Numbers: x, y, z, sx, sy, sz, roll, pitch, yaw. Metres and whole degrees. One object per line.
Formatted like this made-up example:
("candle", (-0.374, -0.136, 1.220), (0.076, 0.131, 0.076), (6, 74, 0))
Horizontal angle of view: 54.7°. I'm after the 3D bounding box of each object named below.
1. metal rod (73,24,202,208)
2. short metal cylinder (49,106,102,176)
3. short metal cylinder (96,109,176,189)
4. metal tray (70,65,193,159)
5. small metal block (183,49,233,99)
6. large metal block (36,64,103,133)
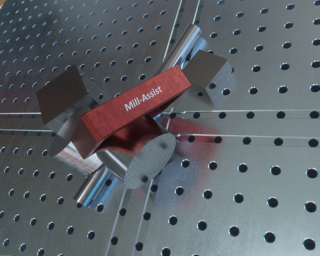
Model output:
("metal rod", (-0.025, -0.026, 0.437), (0.025, 0.025, 0.300), (22, 73, 36))
("short metal cylinder", (-0.103, 0.017, 0.418), (0.080, 0.050, 0.080), (-36, 31, 26))
("short metal cylinder", (-0.027, 0.025, 0.367), (0.050, 0.080, 0.080), (39, 84, 27))
("metal tray", (-0.034, -0.018, 0.358), (0.131, 0.090, 0.030), (-33, 88, -29))
("small metal block", (0.061, -0.074, 0.422), (0.050, 0.025, 0.050), (32, 80, 38))
("large metal block", (-0.141, -0.041, 0.492), (0.080, 0.050, 0.080), (-35, 51, 5))
